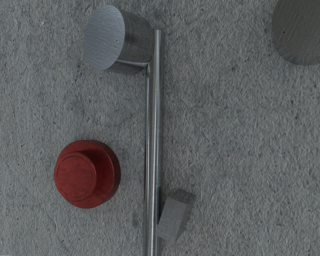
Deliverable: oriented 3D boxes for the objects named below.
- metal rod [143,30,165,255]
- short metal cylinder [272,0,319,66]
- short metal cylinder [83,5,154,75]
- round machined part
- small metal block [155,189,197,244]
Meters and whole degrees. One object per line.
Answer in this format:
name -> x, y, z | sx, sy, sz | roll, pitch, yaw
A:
metal rod -> -0.008, 0.022, 0.411 | 0.025, 0.025, 0.298 | 1, 90, 20
short metal cylinder -> 0.165, -0.112, 0.337 | 0.080, 0.050, 0.079 | 0, 90, 20
short metal cylinder -> -0.054, -0.111, 0.401 | 0.080, 0.050, 0.080 | 0, 90, 41
round machined part -> -0.109, 0.066, 0.438 | 0.098, 0.042, 0.097 | 0, 90, 20
small metal block -> 0.021, 0.108, 0.388 | 0.025, 0.050, 0.050 | 19, 97, 19
